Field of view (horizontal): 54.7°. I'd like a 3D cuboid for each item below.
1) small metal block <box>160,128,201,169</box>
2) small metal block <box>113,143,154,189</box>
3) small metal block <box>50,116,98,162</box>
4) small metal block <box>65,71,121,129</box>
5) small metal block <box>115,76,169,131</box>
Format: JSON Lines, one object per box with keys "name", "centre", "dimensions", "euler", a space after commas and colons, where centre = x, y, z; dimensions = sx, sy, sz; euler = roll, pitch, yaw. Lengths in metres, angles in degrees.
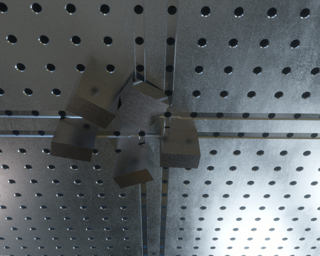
{"name": "small metal block", "centre": [0.026, 0.027, 0.419], "dimensions": [0.050, 0.050, 0.025], "euler": [3, 130, -3]}
{"name": "small metal block", "centre": [-0.036, 0.053, 0.440], "dimensions": [0.050, 0.050, 0.025], "euler": [-17, 128, 13]}
{"name": "small metal block", "centre": [-0.111, 0.014, 0.406], "dimensions": [0.050, 0.050, 0.025], "euler": [11, 129, -10]}
{"name": "small metal block", "centre": [-0.077, -0.034, 0.366], "dimensions": [0.050, 0.050, 0.025], "euler": [28, 124, -22]}
{"name": "small metal block", "centre": [-0.025, -0.029, 0.383], "dimensions": [0.050, 0.025, 0.050], "euler": [23, 127, -28]}
